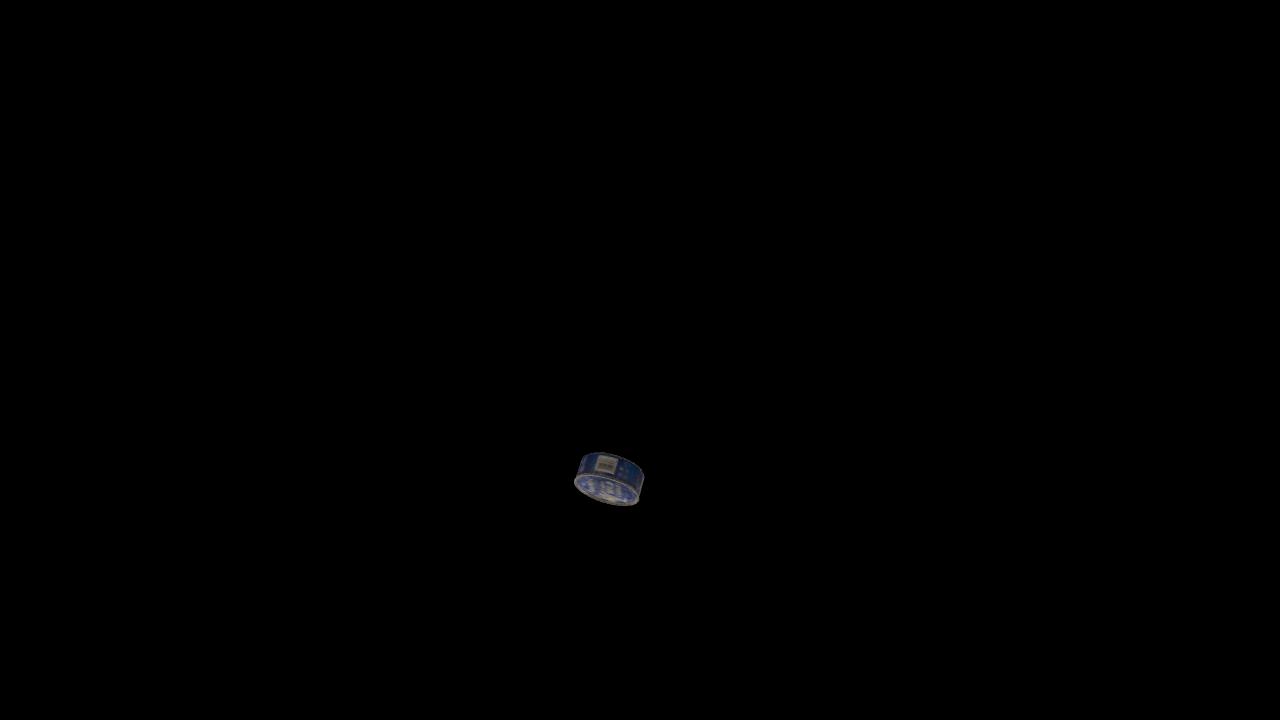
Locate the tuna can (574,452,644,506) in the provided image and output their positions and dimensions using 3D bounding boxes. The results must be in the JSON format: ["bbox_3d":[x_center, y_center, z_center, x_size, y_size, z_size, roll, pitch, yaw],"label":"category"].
[{"bbox_3d":[-0.038,0.148,0.764,0.084,0.034,0.084,12,-33,8],"label":"tuna can"}]
